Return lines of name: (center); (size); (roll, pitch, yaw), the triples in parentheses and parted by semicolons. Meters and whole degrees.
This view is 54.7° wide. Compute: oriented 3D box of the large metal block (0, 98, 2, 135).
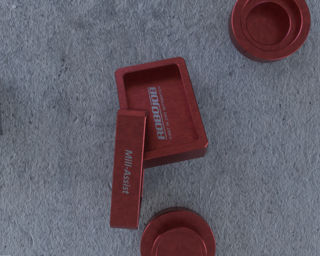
large metal block: (-0.256, -0.028, 0.394); (0.081, 0.050, 0.079); (-3, 90, -1)

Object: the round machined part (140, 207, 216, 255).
round machined part: (0.023, 0.156, 0.402); (0.099, 0.042, 0.097); (0, 90, -1)

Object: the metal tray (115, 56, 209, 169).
metal tray: (-0.001, -0.021, 0.379); (0.091, 0.030, 0.130); (-11, 64, -1)

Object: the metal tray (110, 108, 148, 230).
metal tray: (-0.034, 0.042, 0.371); (0.030, 0.090, 0.129); (4, 96, -1)

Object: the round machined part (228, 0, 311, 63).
round machined part: (0.138, -0.133, 0.403); (0.099, 0.042, 0.097); (0, 90, -1)
